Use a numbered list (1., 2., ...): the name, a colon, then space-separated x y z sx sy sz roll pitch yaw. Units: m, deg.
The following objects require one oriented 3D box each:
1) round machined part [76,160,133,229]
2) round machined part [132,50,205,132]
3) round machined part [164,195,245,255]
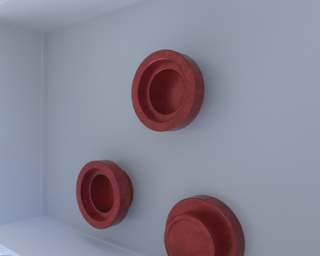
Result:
1. round machined part: -0.078 0.096 0.461 0.098 0.042 0.097 0 90 40
2. round machined part: 0.014 -0.044 0.384 0.098 0.042 0.097 0 90 40
3. round machined part: 0.044 0.130 0.360 0.098 0.042 0.097 0 90 40
